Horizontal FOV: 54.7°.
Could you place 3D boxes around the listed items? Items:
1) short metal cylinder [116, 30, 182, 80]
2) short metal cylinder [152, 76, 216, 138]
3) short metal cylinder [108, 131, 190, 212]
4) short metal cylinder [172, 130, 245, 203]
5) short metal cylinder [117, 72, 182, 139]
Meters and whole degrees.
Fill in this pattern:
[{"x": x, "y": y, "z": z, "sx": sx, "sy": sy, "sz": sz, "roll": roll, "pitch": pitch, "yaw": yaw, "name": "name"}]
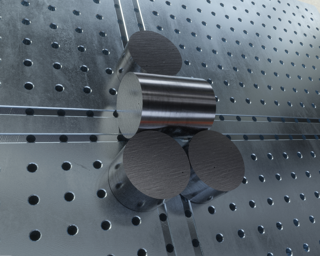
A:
[{"x": -0.016, "y": -0.091, "z": 0.440, "sx": 0.081, "sy": 0.050, "sz": 0.080, "roll": 14, "pitch": 56, "yaw": -21, "name": "short metal cylinder"}, {"x": 0.028, "y": -0.027, "z": 0.407, "sx": 0.050, "sy": 0.080, "sz": 0.080, "roll": 0, "pitch": 62, "yaw": -29, "name": "short metal cylinder"}, {"x": -0.013, "y": 0.050, "z": 0.355, "sx": 0.081, "sy": 0.050, "sz": 0.080, "roll": 14, "pitch": 56, "yaw": -21, "name": "short metal cylinder"}, {"x": 0.059, "y": 0.049, "z": 0.394, "sx": 0.081, "sy": 0.050, "sz": 0.080, "roll": 14, "pitch": 56, "yaw": -21, "name": "short metal cylinder"}, {"x": -0.016, "y": -0.027, "z": 0.383, "sx": 0.050, "sy": 0.080, "sz": 0.080, "roll": 0, "pitch": 62, "yaw": -29, "name": "short metal cylinder"}]
